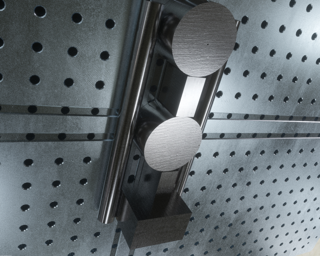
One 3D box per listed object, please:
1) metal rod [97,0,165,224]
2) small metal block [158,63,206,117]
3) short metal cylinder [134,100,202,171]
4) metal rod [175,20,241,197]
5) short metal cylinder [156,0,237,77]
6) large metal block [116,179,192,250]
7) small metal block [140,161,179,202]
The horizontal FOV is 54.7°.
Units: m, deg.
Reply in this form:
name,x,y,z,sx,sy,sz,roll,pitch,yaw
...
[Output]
name,x,y,z,sx,sy,sz,roll,pitch,yaw
metal rod,-0.042,-0.001,0.386,0.025,0.025,0.298,1,118,-29
small metal block,0.025,-0.047,0.378,0.025,0.050,0.050,1,118,-29
short metal cylinder,0.007,0.009,0.404,0.081,0.050,0.079,-14,124,-21
metal rod,0.050,-0.002,0.436,0.025,0.025,0.298,1,118,-29
short metal cylinder,0.038,-0.104,0.351,0.081,0.050,0.079,-14,124,-21
large metal block,-0.014,0.117,0.440,0.081,0.080,0.050,1,118,-29
small metal block,-0.003,0.067,0.434,0.025,0.050,0.050,0,118,-29
